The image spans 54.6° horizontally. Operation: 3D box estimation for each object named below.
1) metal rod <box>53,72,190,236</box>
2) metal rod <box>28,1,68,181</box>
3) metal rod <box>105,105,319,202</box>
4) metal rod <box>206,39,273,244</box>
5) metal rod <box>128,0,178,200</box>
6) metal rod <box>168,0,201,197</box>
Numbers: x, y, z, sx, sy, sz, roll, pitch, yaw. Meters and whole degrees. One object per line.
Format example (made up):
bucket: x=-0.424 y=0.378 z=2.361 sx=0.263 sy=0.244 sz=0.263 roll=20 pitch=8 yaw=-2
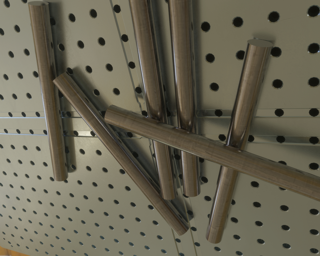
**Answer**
metal rod: x=-0.053 y=0.044 z=0.467 sx=0.025 sy=0.025 sz=0.300 roll=-30 pitch=102 yaw=38
metal rod: x=-0.167 y=-0.036 z=0.478 sx=0.025 sy=0.025 sz=0.298 roll=18 pitch=126 yaw=18
metal rod: x=0.071 y=0.030 z=0.358 sx=0.301 sy=0.025 sz=0.025 roll=20 pitch=126 yaw=16
metal rod: x=0.090 y=0.040 z=0.388 sx=0.025 sy=0.025 sz=0.298 roll=17 pitch=125 yaw=19
metal rod: x=-0.005 y=-0.031 z=0.395 sx=0.025 sy=0.025 sz=0.298 roll=6 pitch=121 yaw=25
metal rod: x=0.031 y=-0.040 z=0.370 sx=0.025 sy=0.025 sz=0.298 roll=8 pitch=122 yaw=24
